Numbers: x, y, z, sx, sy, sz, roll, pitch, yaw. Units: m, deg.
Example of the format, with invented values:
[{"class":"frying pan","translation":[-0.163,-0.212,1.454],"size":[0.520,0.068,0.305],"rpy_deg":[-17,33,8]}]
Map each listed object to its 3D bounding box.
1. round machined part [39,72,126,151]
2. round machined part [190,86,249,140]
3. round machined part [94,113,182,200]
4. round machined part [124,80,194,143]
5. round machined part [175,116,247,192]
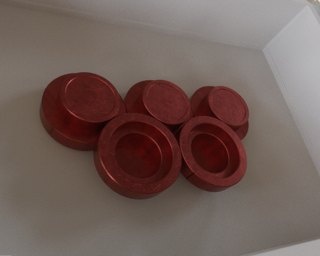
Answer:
[{"class":"round machined part","translation":[-0.085,-0.026,0.361],"size":[0.099,0.042,0.098],"rpy_deg":[14,55,-21]},{"class":"round machined part","translation":[0.090,-0.022,0.453],"size":[0.099,0.042,0.098],"rpy_deg":[13,56,-20]},{"class":"round machined part","translation":[-0.028,0.035,0.356],"size":[0.099,0.042,0.098],"rpy_deg":[14,56,-21]},{"class":"round machined part","translation":[0.001,-0.024,0.407],"size":[0.099,0.042,0.098],"rpy_deg":[13,56,-20]},{"class":"round machined part","translation":[0.060,0.036,0.402],"size":[0.099,0.042,0.098],"rpy_deg":[14,56,-21]}]
